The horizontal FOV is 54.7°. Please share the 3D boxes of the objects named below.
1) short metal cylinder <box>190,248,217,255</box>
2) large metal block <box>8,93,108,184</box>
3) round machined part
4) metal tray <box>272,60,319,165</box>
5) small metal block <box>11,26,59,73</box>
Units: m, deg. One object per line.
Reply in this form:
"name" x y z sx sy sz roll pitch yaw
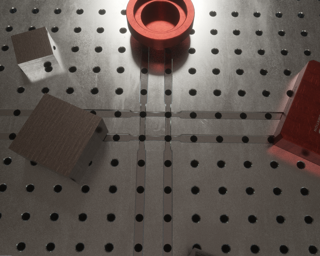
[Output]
"short metal cylinder" 0.048 0.173 0.320 0.050 0.080 0.080 19 71 6
"large metal block" -0.124 0.014 0.392 0.080 0.050 0.080 24 72 8
"round machined part" 0.001 -0.159 0.461 0.099 0.042 0.098 0 70 -1
"metal tray" 0.220 -0.019 0.419 0.090 0.030 0.130 26 72 8
"small metal block" -0.182 -0.114 0.451 0.050 0.025 0.050 -19 71 -7
